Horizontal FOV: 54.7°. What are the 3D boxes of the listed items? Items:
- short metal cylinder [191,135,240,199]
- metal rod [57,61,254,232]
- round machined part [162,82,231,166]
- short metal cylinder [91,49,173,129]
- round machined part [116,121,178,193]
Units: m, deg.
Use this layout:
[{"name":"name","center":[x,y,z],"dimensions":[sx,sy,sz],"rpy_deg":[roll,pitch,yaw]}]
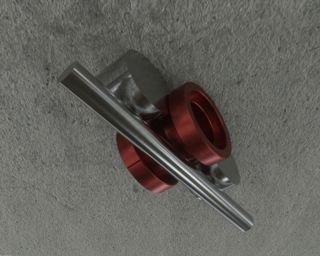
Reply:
[{"name":"short metal cylinder","center":[0.064,0.049,0.415],"dimensions":[0.050,0.080,0.080],"rpy_deg":[-32,124,24]},{"name":"metal rod","center":[0.017,0.039,0.338],"dimensions":[0.025,0.025,0.300],"rpy_deg":[-33,124,24]},{"name":"round machined part","center":[0.040,-0.001,0.361],"dimensions":[0.042,0.098,0.098],"rpy_deg":[-29,125,28]},{"name":"short metal cylinder","center":[-0.028,-0.038,0.339],"dimensions":[0.050,0.080,0.080],"rpy_deg":[-32,124,24]},{"name":"round machined part","center":[-0.005,0.027,0.382],"dimensions":[0.042,0.098,0.098],"rpy_deg":[-34,123,20]}]
